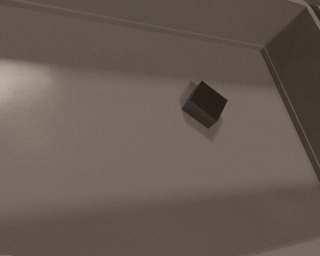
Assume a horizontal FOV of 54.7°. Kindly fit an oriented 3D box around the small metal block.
[{"bbox_3d":[0.068,-0.035,0.466,0.050,0.025,0.050,36,51,-4],"label":"small metal block"}]
